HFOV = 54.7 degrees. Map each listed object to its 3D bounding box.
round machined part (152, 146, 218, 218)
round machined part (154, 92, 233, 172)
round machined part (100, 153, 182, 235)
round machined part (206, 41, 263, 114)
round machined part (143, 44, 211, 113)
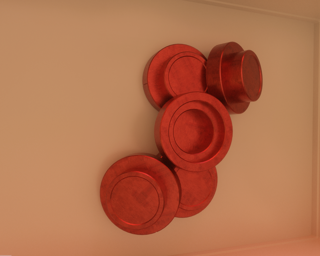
[{"bbox_3d":[0.035,0.072,0.414,0.099,0.042,0.097,0,90,-21],"label":"round machined part"},{"bbox_3d":[0.039,0.005,0.392,0.099,0.042,0.097,0,90,-21],"label":"round machined part"},{"bbox_3d":[-0.025,0.081,0.369,0.098,0.042,0.097,1,94,9],"label":"round machined part"},{"bbox_3d":[0.106,-0.068,0.417,0.099,0.042,0.097,5,84,-50],"label":"round machined part"},{"bbox_3d":[0.030,-0.063,0.411,0.099,0.042,0.097,0,90,-21],"label":"round machined part"}]
